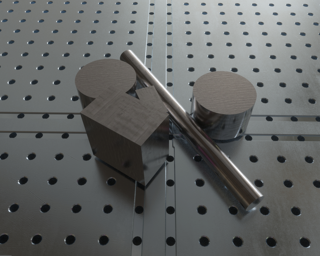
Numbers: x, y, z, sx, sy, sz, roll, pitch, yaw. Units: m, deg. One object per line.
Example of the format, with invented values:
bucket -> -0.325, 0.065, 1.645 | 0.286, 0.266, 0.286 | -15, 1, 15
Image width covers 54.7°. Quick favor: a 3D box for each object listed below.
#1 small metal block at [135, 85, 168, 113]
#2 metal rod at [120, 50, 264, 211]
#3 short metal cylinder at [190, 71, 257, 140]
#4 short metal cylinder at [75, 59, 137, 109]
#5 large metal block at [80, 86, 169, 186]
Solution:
small metal block -> -0.011, -0.018, 0.401 | 0.025, 0.050, 0.050 | -17, 52, -13
metal rod -> 0.025, -0.017, 0.417 | 0.025, 0.025, 0.300 | -25, 55, -20
short metal cylinder -> 0.082, -0.031, 0.413 | 0.081, 0.050, 0.080 | 0, 50, 0
short metal cylinder -> -0.072, -0.051, 0.429 | 0.081, 0.050, 0.080 | 0, 50, 0
large metal block -> -0.037, 0.010, 0.358 | 0.080, 0.080, 0.050 | 27, 56, 21
